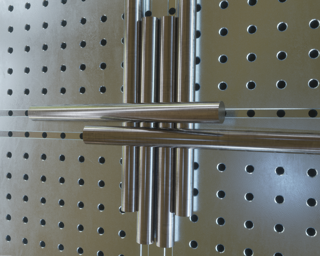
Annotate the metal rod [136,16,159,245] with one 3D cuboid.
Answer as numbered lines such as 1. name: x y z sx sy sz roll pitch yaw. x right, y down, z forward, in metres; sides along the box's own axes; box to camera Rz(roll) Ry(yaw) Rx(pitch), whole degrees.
1. metal rod: -0.016 0.004 0.417 0.025 0.025 0.298 1 90 20

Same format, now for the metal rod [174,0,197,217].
1. metal rod: 0.033 -0.038 0.400 0.025 0.025 0.298 1 90 20

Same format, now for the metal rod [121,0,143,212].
1. metal rod: -0.038 -0.037 0.426 0.025 0.025 0.298 1 90 20

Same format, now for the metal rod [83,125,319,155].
1. metal rod: 0.053 0.013 0.372 0.301 0.025 0.025 2 91 11

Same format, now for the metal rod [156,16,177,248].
1. metal rod: 0.009 0.005 0.411 0.025 0.025 0.298 1 90 20

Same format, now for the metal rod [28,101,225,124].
1. metal rod: -0.064 -0.020 0.411 0.300 0.025 0.025 1 91 29
